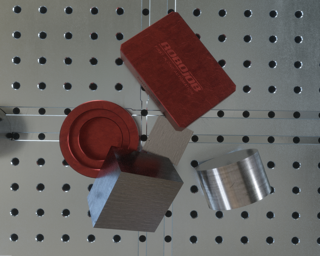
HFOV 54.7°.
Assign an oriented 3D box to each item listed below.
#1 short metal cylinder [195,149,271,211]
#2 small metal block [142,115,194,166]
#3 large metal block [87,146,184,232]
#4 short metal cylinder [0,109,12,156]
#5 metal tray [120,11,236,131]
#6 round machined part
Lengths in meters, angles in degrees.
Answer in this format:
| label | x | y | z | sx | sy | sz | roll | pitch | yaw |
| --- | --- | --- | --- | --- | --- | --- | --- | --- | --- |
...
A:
| label | x | y | z | sx | sy | sz | roll | pitch | yaw |
| --- | --- | --- | --- | --- | --- | --- | --- | --- | --- |
| short metal cylinder | 0.090 | 0.063 | 0.386 | 0.080 | 0.080 | 0.050 | -19 | 90 | 0 |
| small metal block | 0.010 | 0.016 | 0.413 | 0.050 | 0.025 | 0.050 | 26 | 90 | 0 |
| large metal block | -0.032 | 0.075 | 0.373 | 0.081 | 0.050 | 0.080 | 16 | 113 | -29 |
| short metal cylinder | -0.243 | 0.006 | 0.399 | 0.081 | 0.050 | 0.080 | 0 | 90 | 0 |
| metal tray | 0.022 | -0.072 | 0.397 | 0.090 | 0.030 | 0.130 | -36 | 85 | -10 |
| round machined part | -0.075 | 0.014 | 0.404 | 0.099 | 0.042 | 0.097 | 0 | 90 | 0 |
